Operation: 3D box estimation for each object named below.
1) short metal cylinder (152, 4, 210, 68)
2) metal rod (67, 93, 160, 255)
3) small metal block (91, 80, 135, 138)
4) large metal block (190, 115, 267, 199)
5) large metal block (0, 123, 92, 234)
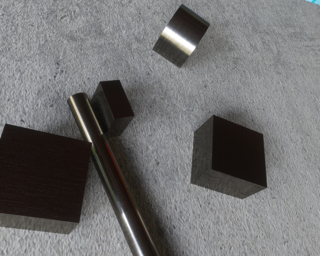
[{"bbox_3d":[0.032,-0.138,0.470,0.050,0.080,0.080,34,51,-7],"label":"short metal cylinder"},{"bbox_3d":[-0.033,0.092,0.329,0.025,0.025,0.299,-16,70,-34],"label":"metal rod"},{"bbox_3d":[-0.059,-0.022,0.369,0.025,0.050,0.050,-11,68,-33],"label":"small metal block"},{"bbox_3d":[0.091,0.040,0.412,0.080,0.050,0.080,20,54,-17],"label":"large metal block"},{"bbox_3d":[-0.116,0.051,0.294,0.081,0.050,0.080,15,56,-20],"label":"large metal block"}]
